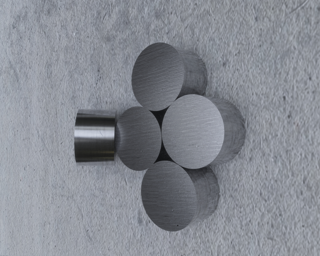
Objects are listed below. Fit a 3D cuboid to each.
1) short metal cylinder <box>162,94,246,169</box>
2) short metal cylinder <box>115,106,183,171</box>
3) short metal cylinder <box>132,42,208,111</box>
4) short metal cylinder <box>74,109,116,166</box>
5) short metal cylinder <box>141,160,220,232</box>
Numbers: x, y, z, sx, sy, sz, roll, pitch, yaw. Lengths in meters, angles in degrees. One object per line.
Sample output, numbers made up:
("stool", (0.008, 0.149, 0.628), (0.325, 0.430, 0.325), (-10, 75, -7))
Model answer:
("short metal cylinder", (0.049, 0.004, 0.350), (0.080, 0.050, 0.080), (0, 90, 40))
("short metal cylinder", (-0.013, 0.013, 0.401), (0.080, 0.050, 0.080), (0, 90, 40))
("short metal cylinder", (0.011, -0.060, 0.381), (0.080, 0.050, 0.080), (0, 90, 40))
("short metal cylinder", (-0.088, 0.014, 0.436), (0.080, 0.050, 0.080), (-177, 88, -84))
("short metal cylinder", (0.024, 0.077, 0.371), (0.080, 0.050, 0.080), (0, 90, 40))
